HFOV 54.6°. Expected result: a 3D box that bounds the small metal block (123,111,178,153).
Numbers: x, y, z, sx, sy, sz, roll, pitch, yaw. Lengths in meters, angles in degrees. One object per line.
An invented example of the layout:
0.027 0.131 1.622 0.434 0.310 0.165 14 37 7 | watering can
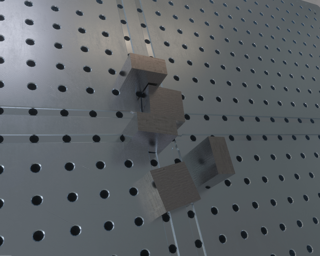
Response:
-0.013 0.007 0.381 0.050 0.050 0.025 8 58 -24 | small metal block

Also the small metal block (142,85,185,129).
0.004 -0.028 0.427 0.050 0.025 0.050 9 58 -24 | small metal block

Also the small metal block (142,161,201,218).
0.013 0.072 0.371 0.050 0.025 0.050 -11 67 -33 | small metal block

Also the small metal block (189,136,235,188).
0.065 0.044 0.399 0.025 0.050 0.050 3 60 -27 | small metal block

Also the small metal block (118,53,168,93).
-0.025 -0.072 0.422 0.050 0.050 0.025 6 59 -25 | small metal block
